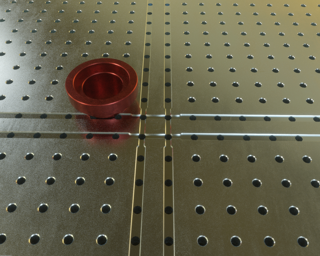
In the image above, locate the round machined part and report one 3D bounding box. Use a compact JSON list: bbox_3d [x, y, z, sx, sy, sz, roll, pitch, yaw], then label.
[{"bbox_3d":[-0.080,-0.053,0.440,0.099,0.042,0.098,0,50,0],"label":"round machined part"}]
